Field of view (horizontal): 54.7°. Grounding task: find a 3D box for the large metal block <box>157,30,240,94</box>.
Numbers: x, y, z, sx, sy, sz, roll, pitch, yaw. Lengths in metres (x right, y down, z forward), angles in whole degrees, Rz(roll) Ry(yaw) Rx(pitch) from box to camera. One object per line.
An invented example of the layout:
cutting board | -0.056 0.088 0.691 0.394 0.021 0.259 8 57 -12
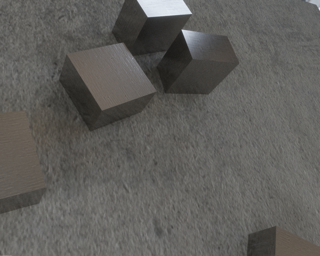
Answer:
large metal block | 0.053 -0.093 0.456 0.081 0.080 0.050 -2 63 -30

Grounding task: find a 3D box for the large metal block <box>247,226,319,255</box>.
large metal block | 0.150 0.174 0.365 0.080 0.050 0.080 28 52 -11

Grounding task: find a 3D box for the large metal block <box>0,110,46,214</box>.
large metal block | -0.159 0.035 0.281 0.081 0.050 0.080 -11 67 -33

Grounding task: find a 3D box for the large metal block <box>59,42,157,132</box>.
large metal block | -0.065 -0.053 0.386 0.081 0.050 0.080 -24 75 -37

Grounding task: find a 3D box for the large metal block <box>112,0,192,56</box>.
large metal block | -0.014 -0.155 0.457 0.081 0.080 0.050 -19 72 -36
